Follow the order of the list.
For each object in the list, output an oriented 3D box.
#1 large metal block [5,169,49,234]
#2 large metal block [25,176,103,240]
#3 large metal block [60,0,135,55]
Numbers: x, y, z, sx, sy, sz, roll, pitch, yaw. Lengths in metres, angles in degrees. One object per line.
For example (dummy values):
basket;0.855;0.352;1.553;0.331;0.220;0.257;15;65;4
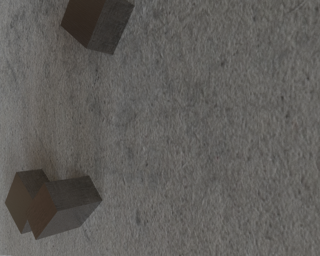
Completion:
large metal block;-0.242;0.136;0.585;0.080;0.050;0.080;43;116;31
large metal block;-0.153;0.125;0.493;0.080;0.081;0.050;-50;61;28
large metal block;-0.096;-0.169;0.465;0.080;0.050;0.080;43;116;31
